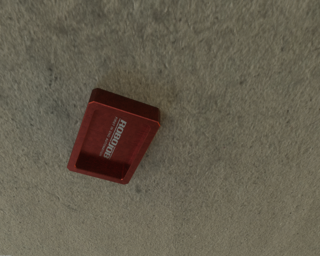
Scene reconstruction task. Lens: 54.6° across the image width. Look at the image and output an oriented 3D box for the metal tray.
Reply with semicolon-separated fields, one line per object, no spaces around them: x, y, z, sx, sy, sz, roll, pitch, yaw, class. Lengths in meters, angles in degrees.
-0.064;0.017;0.417;0.091;0.030;0.129;18;128;-15;metal tray
